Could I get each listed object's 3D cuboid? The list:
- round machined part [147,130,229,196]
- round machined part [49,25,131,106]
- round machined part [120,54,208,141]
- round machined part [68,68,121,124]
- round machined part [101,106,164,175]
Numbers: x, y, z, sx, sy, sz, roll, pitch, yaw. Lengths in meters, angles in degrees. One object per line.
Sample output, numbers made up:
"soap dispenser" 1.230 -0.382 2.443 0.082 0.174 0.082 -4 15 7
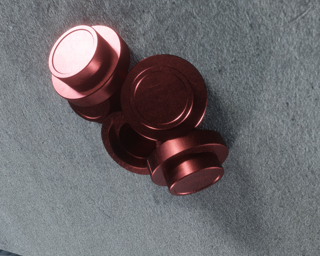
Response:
"round machined part" 0.037 0.047 0.370 0.097 0.099 0.042 -50 48 39
"round machined part" -0.087 -0.078 0.356 0.098 0.098 0.042 1 160 27
"round machined part" 0.003 -0.034 0.345 0.099 0.042 0.097 1 95 7
"round machined part" -0.086 -0.047 0.413 0.098 0.042 0.097 13 124 20
"round machined part" -0.026 0.011 0.416 0.098 0.042 0.097 13 124 20
